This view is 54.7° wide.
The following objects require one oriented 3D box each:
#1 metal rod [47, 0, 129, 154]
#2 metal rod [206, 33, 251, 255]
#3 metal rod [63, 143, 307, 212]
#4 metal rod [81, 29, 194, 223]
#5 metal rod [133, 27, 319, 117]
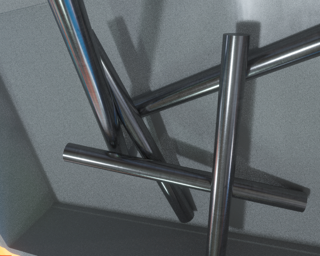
[{"bbox_3d":[-0.063,-0.021,0.351,0.025,0.025,0.299,21,151,16],"label":"metal rod"},{"bbox_3d":[0.071,0.050,0.348,0.025,0.025,0.298,10,115,23],"label":"metal rod"},{"bbox_3d":[0.026,0.060,0.390,0.301,0.025,0.025,11,124,6],"label":"metal rod"},{"bbox_3d":[-0.022,0.017,0.403,0.025,0.025,0.299,-9,122,32],"label":"metal rod"},{"bbox_3d":[0.058,-0.052,0.346,0.300,0.025,0.025,-17,109,35],"label":"metal rod"}]
